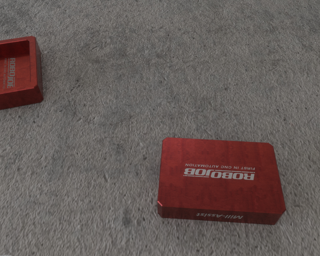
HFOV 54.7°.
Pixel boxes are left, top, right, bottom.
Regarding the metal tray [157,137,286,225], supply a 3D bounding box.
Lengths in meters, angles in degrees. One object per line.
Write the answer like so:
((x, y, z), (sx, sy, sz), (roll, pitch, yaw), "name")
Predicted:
((0.065, 0.058, 0.352), (0.131, 0.030, 0.090), (3, 50, 2), "metal tray")

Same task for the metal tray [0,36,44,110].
((-0.230, -0.085, 0.469), (0.091, 0.030, 0.130), (-12, 51, -10), "metal tray")
